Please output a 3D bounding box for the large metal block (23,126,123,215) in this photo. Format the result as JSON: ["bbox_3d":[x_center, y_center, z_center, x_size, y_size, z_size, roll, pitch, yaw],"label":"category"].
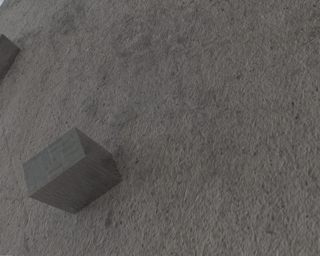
[{"bbox_3d":[-0.108,0.056,0.391,0.080,0.080,0.050,-36,51,5],"label":"large metal block"}]

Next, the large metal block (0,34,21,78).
[{"bbox_3d":[-0.368,-0.154,0.676,0.080,0.050,0.080,3,63,29],"label":"large metal block"}]
